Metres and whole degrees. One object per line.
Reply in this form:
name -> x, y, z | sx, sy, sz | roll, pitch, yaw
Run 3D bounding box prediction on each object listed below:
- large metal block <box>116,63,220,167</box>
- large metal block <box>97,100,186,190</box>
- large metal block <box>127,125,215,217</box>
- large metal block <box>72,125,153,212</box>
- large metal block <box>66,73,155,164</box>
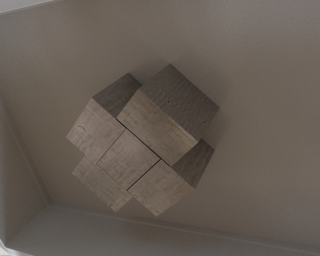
large metal block -> 0.012, -0.017, 0.354 | 0.080, 0.080, 0.050 | 42, 129, -1
large metal block -> -0.023, 0.020, 0.395 | 0.050, 0.080, 0.080 | 42, 129, -1
large metal block -> 0.015, 0.054, 0.397 | 0.050, 0.080, 0.080 | 42, 129, -1
large metal block -> -0.060, 0.055, 0.436 | 0.080, 0.080, 0.050 | 42, 129, -1
large metal block -> -0.061, -0.013, 0.394 | 0.050, 0.080, 0.080 | 42, 129, -1
